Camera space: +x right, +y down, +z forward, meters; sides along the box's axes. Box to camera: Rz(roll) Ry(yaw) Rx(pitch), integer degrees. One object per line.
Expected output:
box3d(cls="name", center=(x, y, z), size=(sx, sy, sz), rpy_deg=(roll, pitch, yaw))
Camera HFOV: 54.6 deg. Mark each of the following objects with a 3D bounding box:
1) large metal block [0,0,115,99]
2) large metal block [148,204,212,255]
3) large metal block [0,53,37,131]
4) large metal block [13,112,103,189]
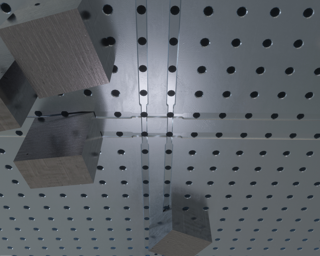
box3d(cls="large metal block", center=(-0.101, -0.084, 0.322), size=(0.080, 0.050, 0.080), rpy_deg=(-11, 129, 9))
box3d(cls="large metal block", center=(0.035, 0.190, 0.557), size=(0.080, 0.050, 0.080), rpy_deg=(24, 126, -19))
box3d(cls="large metal block", center=(-0.189, -0.038, 0.342), size=(0.080, 0.080, 0.050), rpy_deg=(-10, 129, 8))
box3d(cls="large metal block", center=(-0.125, 0.027, 0.398), size=(0.080, 0.080, 0.050), rpy_deg=(-6, 130, 5))
